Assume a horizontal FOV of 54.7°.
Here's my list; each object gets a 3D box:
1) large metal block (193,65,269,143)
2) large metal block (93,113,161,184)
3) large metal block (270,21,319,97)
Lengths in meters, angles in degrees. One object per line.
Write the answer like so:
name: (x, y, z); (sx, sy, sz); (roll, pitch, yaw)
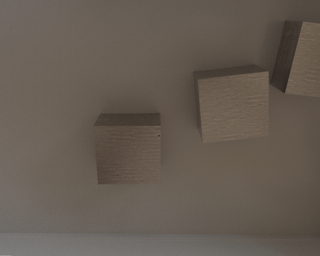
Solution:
large metal block: (0.087, -0.031, 0.388); (0.080, 0.050, 0.079); (-7, 110, 2)
large metal block: (-0.039, 0.026, 0.407); (0.081, 0.050, 0.079); (0, 110, -1)
large metal block: (0.189, -0.082, 0.371); (0.081, 0.050, 0.079); (6, 110, -3)
